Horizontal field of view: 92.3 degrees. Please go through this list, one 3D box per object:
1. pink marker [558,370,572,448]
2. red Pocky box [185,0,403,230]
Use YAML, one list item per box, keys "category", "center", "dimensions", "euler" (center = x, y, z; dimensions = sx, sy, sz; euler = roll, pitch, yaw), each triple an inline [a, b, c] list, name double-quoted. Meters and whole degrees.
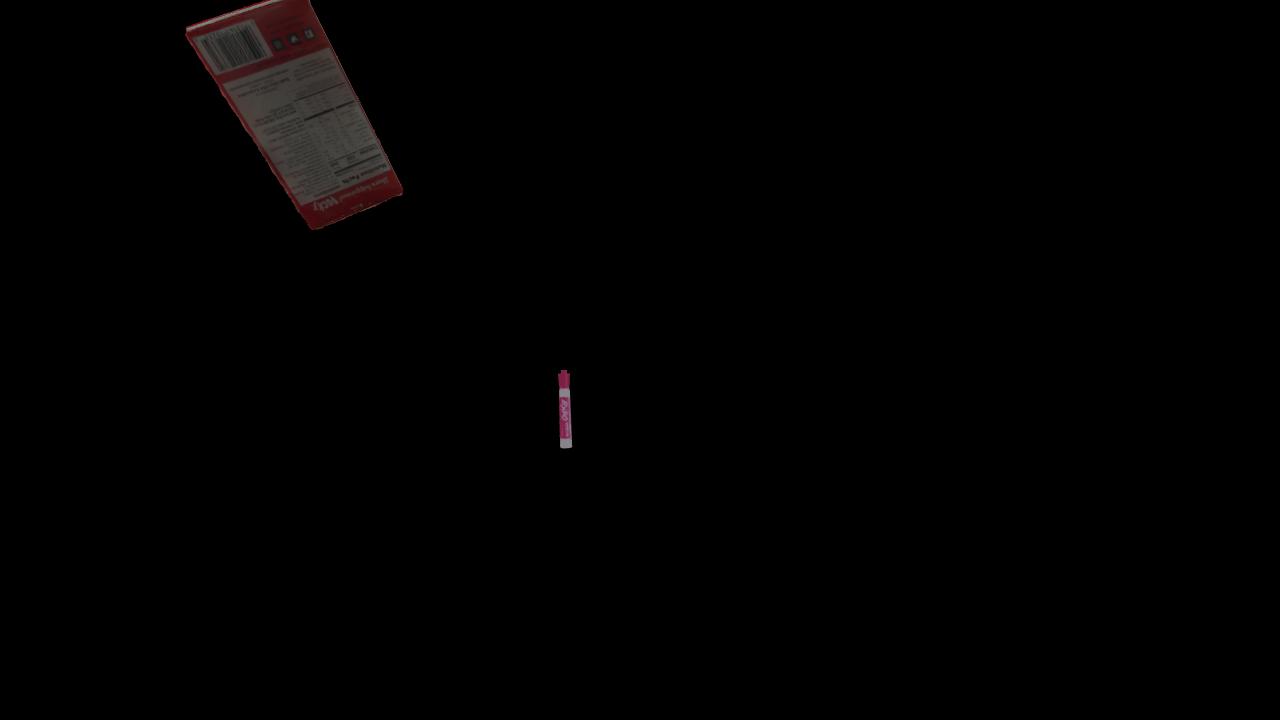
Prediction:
- category: "pink marker"
  center: [-0.117, 0.076, 0.954]
  dimensions: [0.020, 0.121, 0.020]
  euler: [-2, 0, 0]
- category: "red Pocky box"
  center: [-0.253, -0.183, 0.467]
  dimensions: [0.083, 0.155, 0.028]
  euler: [-29, 46, -16]
